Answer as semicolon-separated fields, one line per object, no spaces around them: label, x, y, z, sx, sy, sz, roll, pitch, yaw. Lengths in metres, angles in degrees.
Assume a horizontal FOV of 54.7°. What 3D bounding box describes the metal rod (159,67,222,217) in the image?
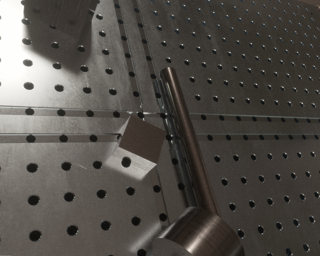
metal rod;0.046;0.048;0.405;0.025;0.025;0.299;0;62;-29

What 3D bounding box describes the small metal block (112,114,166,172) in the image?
small metal block;-0.025;0.019;0.385;0.050;0.025;0.050;26;52;-12

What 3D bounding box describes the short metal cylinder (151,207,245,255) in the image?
short metal cylinder;0.038;0.129;0.316;0.050;0.080;0.080;-35;82;-38

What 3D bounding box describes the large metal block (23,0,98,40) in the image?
large metal block;-0.128;-0.179;0.414;0.080;0.080;0.050;26;53;-12
